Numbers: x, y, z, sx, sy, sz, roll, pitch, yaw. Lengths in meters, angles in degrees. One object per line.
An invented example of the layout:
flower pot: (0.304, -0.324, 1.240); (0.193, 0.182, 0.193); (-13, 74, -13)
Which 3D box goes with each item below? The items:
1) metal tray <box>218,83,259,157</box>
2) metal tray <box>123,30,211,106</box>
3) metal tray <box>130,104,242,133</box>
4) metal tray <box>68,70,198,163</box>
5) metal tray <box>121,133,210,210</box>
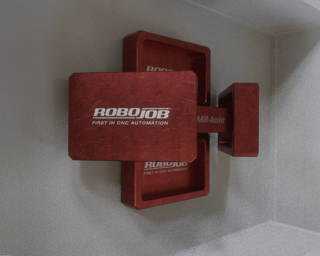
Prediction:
metal tray: (0.105, -0.010, 0.433); (0.030, 0.130, 0.089); (1, 90, 2)
metal tray: (0.013, -0.070, 0.412); (0.131, 0.030, 0.089); (0, 91, -41)
metal tray: (0.029, -0.010, 0.387); (0.131, 0.090, 0.030); (0, 90, -41)
metal tray: (-0.027, -0.012, 0.322); (0.030, 0.131, 0.089); (3, 87, -82)
metal tray: (0.012, 0.051, 0.409); (0.131, 0.030, 0.089); (0, 90, -41)
